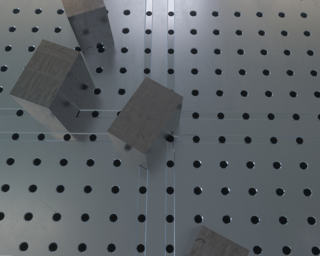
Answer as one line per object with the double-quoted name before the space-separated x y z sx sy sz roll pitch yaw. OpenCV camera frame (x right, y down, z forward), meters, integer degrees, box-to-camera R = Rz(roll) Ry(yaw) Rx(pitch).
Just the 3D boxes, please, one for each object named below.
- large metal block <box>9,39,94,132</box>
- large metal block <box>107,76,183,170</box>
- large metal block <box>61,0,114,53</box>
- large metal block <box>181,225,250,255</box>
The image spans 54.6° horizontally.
"large metal block" -0.134 -0.052 0.401 0.050 0.080 0.080 20 71 7
"large metal block" -0.016 -0.003 0.384 0.050 0.080 0.080 30 73 10
"large metal block" -0.107 -0.169 0.444 0.050 0.080 0.080 -20 71 -7
"large metal block" 0.045 0.153 0.327 0.050 0.080 0.080 26 72 9
